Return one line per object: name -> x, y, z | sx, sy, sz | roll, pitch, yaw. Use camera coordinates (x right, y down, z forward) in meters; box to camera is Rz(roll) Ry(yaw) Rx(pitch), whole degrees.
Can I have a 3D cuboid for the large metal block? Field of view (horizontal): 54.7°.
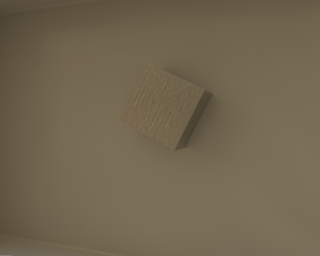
large metal block -> 0.009, -0.027, 0.393 | 0.080, 0.050, 0.080 | 29, 99, 17
